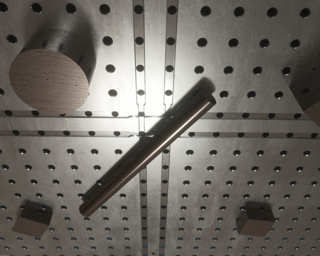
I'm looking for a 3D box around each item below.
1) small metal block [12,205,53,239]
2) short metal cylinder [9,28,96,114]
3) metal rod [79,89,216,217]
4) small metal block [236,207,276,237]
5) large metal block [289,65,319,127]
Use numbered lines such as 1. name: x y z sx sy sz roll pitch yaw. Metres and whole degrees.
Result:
1. small metal block: -0.227 0.167 0.551 0.050 0.025 0.050 25 126 -20
2. short metal cylinder: -0.115 -0.062 0.341 0.081 0.050 0.079 0 130 0
3. metal rod: -0.033 0.051 0.454 0.025 0.025 0.299 31 123 -24
4. small metal block: 0.172 0.170 0.560 0.050 0.025 0.050 8 130 -7
5. large metal block: 0.219 -0.037 0.367 0.080 0.050 0.080 34 122 -26
